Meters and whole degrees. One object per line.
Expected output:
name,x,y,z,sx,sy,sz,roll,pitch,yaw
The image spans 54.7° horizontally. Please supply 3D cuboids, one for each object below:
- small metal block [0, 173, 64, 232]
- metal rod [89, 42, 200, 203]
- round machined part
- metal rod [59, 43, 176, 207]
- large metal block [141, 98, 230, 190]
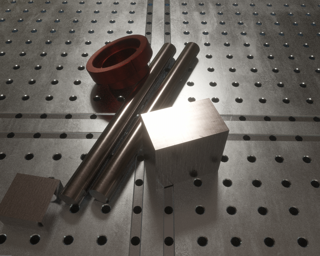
small metal block,-0.140,0.081,0.338,0.050,0.025,0.050,8,50,6
metal rod,-0.006,-0.029,0.431,0.025,0.025,0.301,19,52,15
round machined part,-0.056,-0.094,0.460,0.098,0.042,0.098,-16,39,14
metal rod,-0.042,-0.026,0.428,0.025,0.025,0.301,18,52,14
large metal block,0.025,0.019,0.356,0.081,0.080,0.050,-14,52,-12
